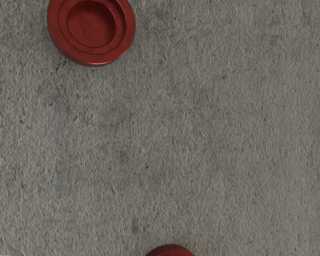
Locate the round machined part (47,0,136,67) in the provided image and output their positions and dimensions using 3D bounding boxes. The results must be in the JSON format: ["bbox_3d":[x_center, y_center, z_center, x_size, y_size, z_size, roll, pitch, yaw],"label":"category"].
[{"bbox_3d":[-0.082,-0.121,0.369,0.099,0.042,0.097,0,90,-20],"label":"round machined part"}]

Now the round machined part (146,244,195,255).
[{"bbox_3d":[0.017,0.209,0.406,0.099,0.042,0.097,0,90,-20],"label":"round machined part"}]
